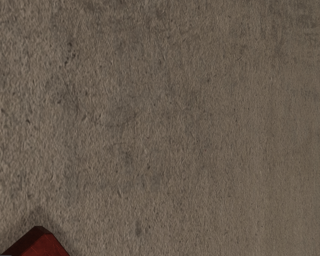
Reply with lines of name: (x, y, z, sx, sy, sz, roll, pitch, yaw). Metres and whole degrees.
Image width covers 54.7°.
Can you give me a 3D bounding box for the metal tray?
metal tray: (-0.137, 0.170, 0.288, 0.131, 0.030, 0.090, -41, 115, -32)
